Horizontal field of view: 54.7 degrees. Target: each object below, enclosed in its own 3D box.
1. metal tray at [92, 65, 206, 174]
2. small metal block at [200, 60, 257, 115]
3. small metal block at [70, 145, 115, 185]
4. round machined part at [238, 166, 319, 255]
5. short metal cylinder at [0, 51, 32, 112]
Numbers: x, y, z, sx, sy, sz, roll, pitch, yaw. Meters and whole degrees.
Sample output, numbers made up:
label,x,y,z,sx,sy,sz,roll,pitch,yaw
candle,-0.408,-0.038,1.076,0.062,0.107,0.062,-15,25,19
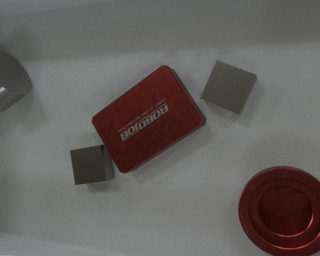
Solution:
label,x,y,z,sx,sy,sz,roll,pitch,yaw
metal tray,-0.017,-0.010,0.413,0.130,0.030,0.090,-34,79,16
small metal block,0.085,-0.049,0.380,0.050,0.025,0.050,25,98,17
small metal block,-0.097,0.052,0.443,0.050,0.025,0.050,-11,87,19
round machined part,0.142,0.092,0.352,0.098,0.042,0.097,0,90,19
short metal cylinder,-0.244,-0.070,0.465,0.050,0.080,0.080,-32,80,17
